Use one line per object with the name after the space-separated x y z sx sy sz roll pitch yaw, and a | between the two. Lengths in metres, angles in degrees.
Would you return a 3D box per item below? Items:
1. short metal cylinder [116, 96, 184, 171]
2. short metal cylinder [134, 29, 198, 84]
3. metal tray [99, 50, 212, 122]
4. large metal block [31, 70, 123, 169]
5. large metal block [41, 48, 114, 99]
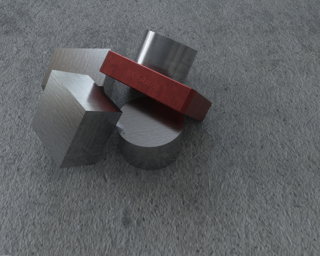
-0.012 0.006 0.384 0.081 0.050 0.080 0 50 0 | short metal cylinder
0.008 -0.103 0.450 0.080 0.050 0.080 22 14 -5 | short metal cylinder
-0.004 -0.054 0.409 0.130 0.090 0.030 29 96 22 | metal tray
-0.102 -0.011 0.368 0.050 0.080 0.080 0 38 -50 | large metal block
-0.112 -0.069 0.443 0.080 0.050 0.080 1 50 0 | large metal block
